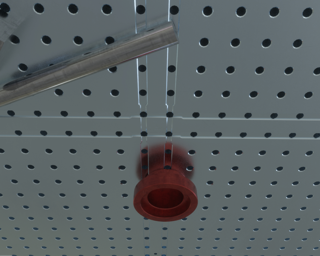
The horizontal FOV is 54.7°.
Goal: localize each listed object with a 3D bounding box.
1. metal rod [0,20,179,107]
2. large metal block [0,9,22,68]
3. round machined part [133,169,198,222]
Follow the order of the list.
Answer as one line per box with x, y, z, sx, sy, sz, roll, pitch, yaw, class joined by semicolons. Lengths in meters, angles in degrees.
-0.124;-0.059;0.359;0.301;0.025;0.025;-16;128;13;metal rod
-0.203;-0.091;0.316;0.080;0.050;0.080;30;124;-23;large metal block
0.009;0.102;0.487;0.099;0.042;0.097;0;130;0;round machined part
